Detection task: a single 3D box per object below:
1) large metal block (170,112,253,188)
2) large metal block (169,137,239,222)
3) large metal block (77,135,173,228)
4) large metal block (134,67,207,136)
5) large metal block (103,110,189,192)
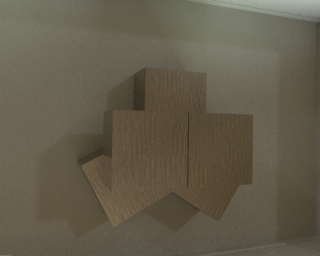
[{"bbox_3d":[0.059,0.024,0.363,0.081,0.050,0.080,1,90,-20],"label":"large metal block"},{"bbox_3d":[0.057,0.064,0.415,0.080,0.050,0.080,36,79,-16],"label":"large metal block"},{"bbox_3d":[-0.044,0.059,0.379,0.081,0.050,0.080,-28,99,-18],"label":"large metal block"},{"bbox_3d":[0.012,-0.031,0.400,0.081,0.050,0.080,2,90,-20],"label":"large metal block"},{"bbox_3d":[-0.017,0.022,0.336,0.081,0.050,0.080,1,90,-20],"label":"large metal block"}]
